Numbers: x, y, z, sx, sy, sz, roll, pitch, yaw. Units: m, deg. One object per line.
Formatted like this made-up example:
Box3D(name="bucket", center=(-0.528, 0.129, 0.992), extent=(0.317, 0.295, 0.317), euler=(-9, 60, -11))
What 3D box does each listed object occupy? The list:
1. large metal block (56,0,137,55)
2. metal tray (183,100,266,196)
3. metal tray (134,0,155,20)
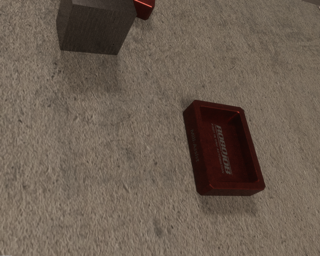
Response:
Box3D(name="large metal block", center=(-0.087, -0.145, 0.411), extent=(0.081, 0.080, 0.050), euler=(-2, 63, -30))
Box3D(name="metal tray", center=(0.087, 0.027, 0.432), extent=(0.091, 0.030, 0.130), euler=(7, 59, -25))
Box3D(name="metal tray", center=(-0.072, -0.239, 0.509), extent=(0.131, 0.030, 0.090), euler=(16, 55, -20))
